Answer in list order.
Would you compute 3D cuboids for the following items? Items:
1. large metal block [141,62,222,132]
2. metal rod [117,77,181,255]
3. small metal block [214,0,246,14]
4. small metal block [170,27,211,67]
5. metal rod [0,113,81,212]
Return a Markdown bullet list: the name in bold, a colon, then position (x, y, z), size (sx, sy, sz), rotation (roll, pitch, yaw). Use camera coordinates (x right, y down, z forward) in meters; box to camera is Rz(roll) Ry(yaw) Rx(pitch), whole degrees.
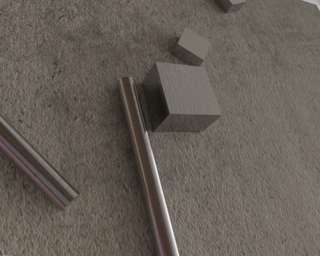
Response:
- **large metal block**: position (0.028, -0.041, 0.429), size (0.081, 0.050, 0.080), rotation (0, 62, -29)
- **metal rod**: position (-0.009, 0.070, 0.357), size (0.025, 0.025, 0.299), rotation (-1, 62, -29)
- **small metal block**: position (0.144, -0.271, 0.650), size (0.050, 0.025, 0.050), rotation (-28, 78, -38)
- **small metal block**: position (0.051, -0.133, 0.514), size (0.050, 0.025, 0.050), rotation (30, 52, -10)
- **metal rod**: position (-0.197, -0.030, 0.316), size (0.300, 0.025, 0.025), rotation (44, 51, 2)
